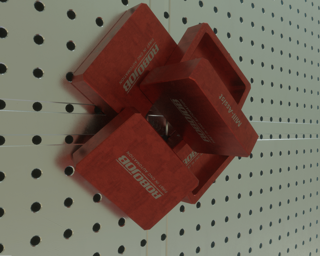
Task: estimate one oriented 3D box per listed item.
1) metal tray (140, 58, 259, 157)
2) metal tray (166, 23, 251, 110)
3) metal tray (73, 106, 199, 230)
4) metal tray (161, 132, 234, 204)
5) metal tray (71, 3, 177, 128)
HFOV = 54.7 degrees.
[{"bbox_3d":[0.047,-0.019,0.368,0.130,0.090,0.030,48,61,-30],"label":"metal tray"},{"bbox_3d":[0.069,-0.065,0.426,0.130,0.030,0.090,44,64,-32],"label":"metal tray"},{"bbox_3d":[-0.024,0.050,0.363,0.090,0.030,0.130,-42,119,-4],"label":"metal tray"},{"bbox_3d":[0.059,0.035,0.456,0.131,0.030,0.090,-41,115,-32],"label":"metal tray"},{"bbox_3d":[-0.033,-0.075,0.379,0.090,0.030,0.130,47,62,-30],"label":"metal tray"}]
